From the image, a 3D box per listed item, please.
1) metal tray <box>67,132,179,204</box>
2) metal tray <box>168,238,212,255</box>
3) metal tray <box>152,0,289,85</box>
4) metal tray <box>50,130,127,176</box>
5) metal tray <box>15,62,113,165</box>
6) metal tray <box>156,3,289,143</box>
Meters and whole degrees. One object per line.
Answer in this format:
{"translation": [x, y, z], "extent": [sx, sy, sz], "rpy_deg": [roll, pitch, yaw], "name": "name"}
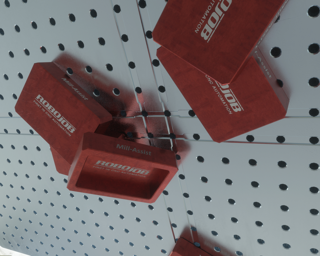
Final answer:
{"translation": [-0.052, 0.059, 0.428], "extent": [0.131, 0.030, 0.089], "rpy_deg": [14, 130, -21], "name": "metal tray"}
{"translation": [0.071, 0.253, 0.526], "extent": [0.130, 0.030, 0.089], "rpy_deg": [28, 128, 10], "name": "metal tray"}
{"translation": [0.061, -0.116, 0.279], "extent": [0.090, 0.030, 0.129], "rpy_deg": [36, 115, 12], "name": "metal tray"}
{"translation": [-0.113, 0.043, 0.495], "extent": [0.130, 0.030, 0.089], "rpy_deg": [11, 123, 22], "name": "metal tray"}
{"translation": [-0.141, -0.021, 0.444], "extent": [0.130, 0.030, 0.090], "rpy_deg": [41, 115, 11], "name": "metal tray"}
{"translation": [0.068, -0.055, 0.339], "extent": [0.090, 0.030, 0.130], "rpy_deg": [-26, 104, 37], "name": "metal tray"}
